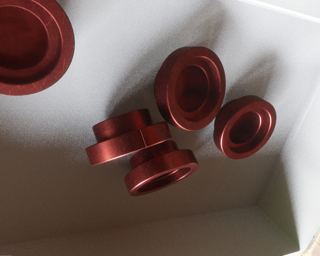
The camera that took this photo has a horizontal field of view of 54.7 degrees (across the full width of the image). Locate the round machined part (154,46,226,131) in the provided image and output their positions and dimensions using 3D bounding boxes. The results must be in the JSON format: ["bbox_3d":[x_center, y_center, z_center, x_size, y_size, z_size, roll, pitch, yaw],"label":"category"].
[{"bbox_3d":[0.032,-0.048,0.373,0.099,0.042,0.097,-12,108,-39],"label":"round machined part"}]

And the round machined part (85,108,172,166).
[{"bbox_3d":[-0.039,0.008,0.359,0.099,0.098,0.042,-19,88,-18],"label":"round machined part"}]

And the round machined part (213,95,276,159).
[{"bbox_3d":[0.121,-0.005,0.463,0.099,0.042,0.097,-14,125,-21],"label":"round machined part"}]

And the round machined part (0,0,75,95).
[{"bbox_3d":[-0.130,-0.082,0.276,0.099,0.042,0.097,-14,125,-21],"label":"round machined part"}]

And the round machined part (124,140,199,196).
[{"bbox_3d":[-0.001,0.051,0.411,0.099,0.042,0.098,-21,159,-8],"label":"round machined part"}]
